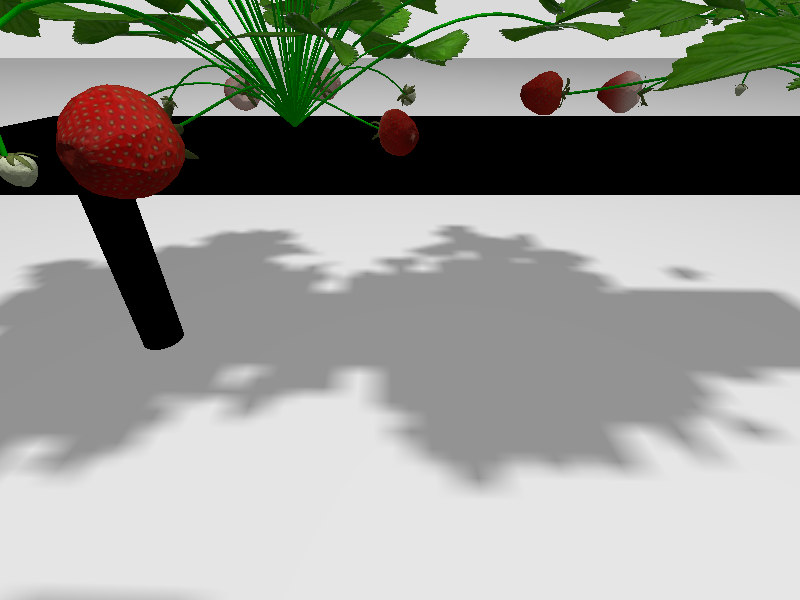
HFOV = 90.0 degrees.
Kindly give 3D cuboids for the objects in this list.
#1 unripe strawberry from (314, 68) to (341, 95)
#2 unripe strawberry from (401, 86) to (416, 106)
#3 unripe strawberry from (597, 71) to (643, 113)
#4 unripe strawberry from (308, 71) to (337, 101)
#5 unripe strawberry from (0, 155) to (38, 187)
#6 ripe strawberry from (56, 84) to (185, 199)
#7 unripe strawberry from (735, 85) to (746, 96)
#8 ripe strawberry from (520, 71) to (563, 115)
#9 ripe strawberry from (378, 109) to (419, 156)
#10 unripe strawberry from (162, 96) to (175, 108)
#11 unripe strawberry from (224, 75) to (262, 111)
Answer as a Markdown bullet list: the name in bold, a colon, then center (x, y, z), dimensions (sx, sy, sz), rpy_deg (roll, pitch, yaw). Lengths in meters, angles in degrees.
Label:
- **unripe strawberry**: center (-0.090, -0.267, 0.492), dimensions (0.036, 0.033, 0.033), rpy_deg (-1, 32, -1)
- **unripe strawberry**: center (0.010, -0.219, 0.430), dimensions (0.016, 0.018, 0.018), rpy_deg (21, 24, 30)
- **unripe strawberry**: center (0.213, -0.202, 0.390), dimensions (0.038, 0.037, 0.035), rpy_deg (17, 36, 25)
- **unripe strawberry**: center (-0.090, -0.246, 0.459), dimensions (0.036, 0.031, 0.036), rpy_deg (-1, 32, -1)
- **unripe strawberry**: center (-0.153, -0.052, 0.161), dimensions (0.011, 0.012, 0.013), rpy_deg (11, 34, 17)
- **ripe strawberry**: center (-0.116, -0.063, 0.165), dimensions (0.043, 0.045, 0.046), rpy_deg (5, 33, 8)
- **unripe strawberry**: center (0.396, -0.244, 0.467), dimensions (0.010, 0.011, 0.011), rpy_deg (6, 33, 9)
- **ripe strawberry**: center (0.133, -0.195, 0.380), dimensions (0.038, 0.037, 0.035), rpy_deg (9, 34, 15)
- **ripe strawberry**: center (0.000, -0.095, 0.229), dimensions (0.022, 0.025, 0.024), rpy_deg (-24, 40, -32)
- **unripe strawberry**: center (-0.230, -0.194, 0.398), dimensions (0.012, 0.013, 0.011), rpy_deg (-23, 13, 43)
- **unripe strawberry**: center (-0.156, -0.205, 0.396), dimensions (0.035, 0.031, 0.032), rpy_deg (-22, 38, -31)
